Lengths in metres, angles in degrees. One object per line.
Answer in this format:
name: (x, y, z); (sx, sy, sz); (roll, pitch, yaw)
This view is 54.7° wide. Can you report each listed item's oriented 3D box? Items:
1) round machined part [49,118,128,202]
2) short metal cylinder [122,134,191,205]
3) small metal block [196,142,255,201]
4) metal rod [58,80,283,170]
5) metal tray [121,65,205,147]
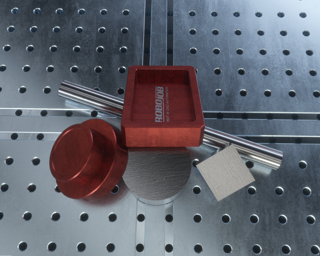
round machined part: (-0.089, 0.033, 0.361); (0.098, 0.042, 0.098); (-15, 61, 29)
short metal cylinder: (-0.004, 0.050, 0.376); (0.081, 0.050, 0.080); (0, 70, 0)
small metal block: (0.078, 0.052, 0.377); (0.050, 0.025, 0.050); (-31, 89, 6)
metal rod: (0.009, -0.006, 0.410); (0.301, 0.025, 0.025); (19, 71, 6)
metal tray: (0.003, -0.032, 0.386); (0.091, 0.030, 0.130); (0, 41, -1)
